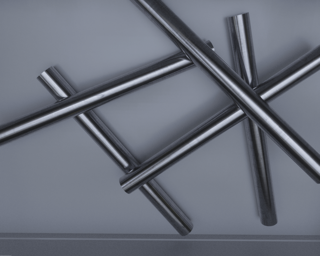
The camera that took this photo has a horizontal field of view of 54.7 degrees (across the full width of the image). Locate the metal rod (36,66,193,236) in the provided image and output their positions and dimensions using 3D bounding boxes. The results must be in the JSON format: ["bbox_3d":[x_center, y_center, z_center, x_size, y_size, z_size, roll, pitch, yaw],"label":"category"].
[{"bbox_3d":[-0.052,0.042,0.426,0.025,0.025,0.300,-36,107,12],"label":"metal rod"}]

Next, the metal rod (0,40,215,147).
[{"bbox_3d":[-0.076,-0.038,0.374,0.301,0.025,0.025,-22,109,-1],"label":"metal rod"}]

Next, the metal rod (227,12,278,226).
[{"bbox_3d":[0.127,0.003,0.413,0.025,0.025,0.298,-13,110,5],"label":"metal rod"}]

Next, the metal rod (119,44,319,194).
[{"bbox_3d":[0.075,-0.007,0.381,0.300,0.025,0.025,-35,107,11],"label":"metal rod"}]

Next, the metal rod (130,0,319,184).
[{"bbox_3d":[0.077,-0.053,0.349,0.300,0.025,0.025,45,105,2],"label":"metal rod"}]
